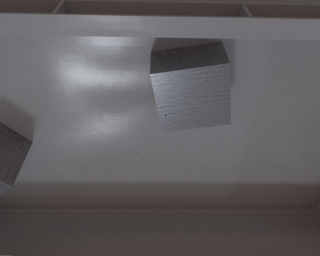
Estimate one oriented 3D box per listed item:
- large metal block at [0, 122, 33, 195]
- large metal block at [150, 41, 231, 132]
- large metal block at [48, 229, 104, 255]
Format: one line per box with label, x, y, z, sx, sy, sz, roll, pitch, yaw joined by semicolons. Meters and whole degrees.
large metal block;-0.228;0.052;0.414;0.080;0.080;0.050;-33;123;24
large metal block;0.036;-0.046;0.354;0.080;0.050;0.080;-7;130;5
large metal block;-0.159;0.243;0.600;0.080;0.050;0.079;-3;130;2
